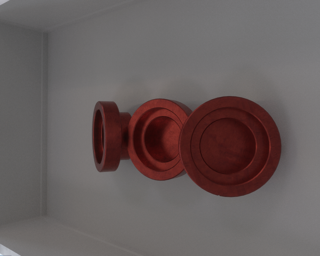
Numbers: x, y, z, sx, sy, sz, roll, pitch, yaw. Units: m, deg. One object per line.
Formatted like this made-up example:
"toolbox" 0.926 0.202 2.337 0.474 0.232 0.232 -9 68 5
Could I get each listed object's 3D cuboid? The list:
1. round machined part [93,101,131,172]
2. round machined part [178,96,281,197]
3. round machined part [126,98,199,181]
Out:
"round machined part" -0.065 0.011 0.433 0.098 0.042 0.097 180 90 -68
"round machined part" 0.068 0.018 0.319 0.099 0.042 0.097 0 88 0
"round machined part" 0.009 0.014 0.384 0.098 0.042 0.097 0 89 34
